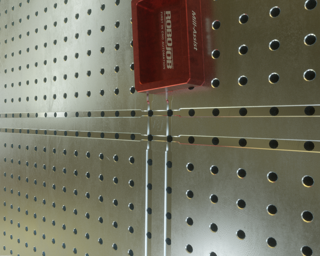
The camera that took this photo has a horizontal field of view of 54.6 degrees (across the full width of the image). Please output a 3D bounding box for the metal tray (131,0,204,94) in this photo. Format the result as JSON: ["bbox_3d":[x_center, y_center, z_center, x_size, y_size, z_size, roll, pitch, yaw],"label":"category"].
[{"bbox_3d":[0.007,-0.114,0.400,0.090,0.030,0.129,-4,87,40],"label":"metal tray"}]
